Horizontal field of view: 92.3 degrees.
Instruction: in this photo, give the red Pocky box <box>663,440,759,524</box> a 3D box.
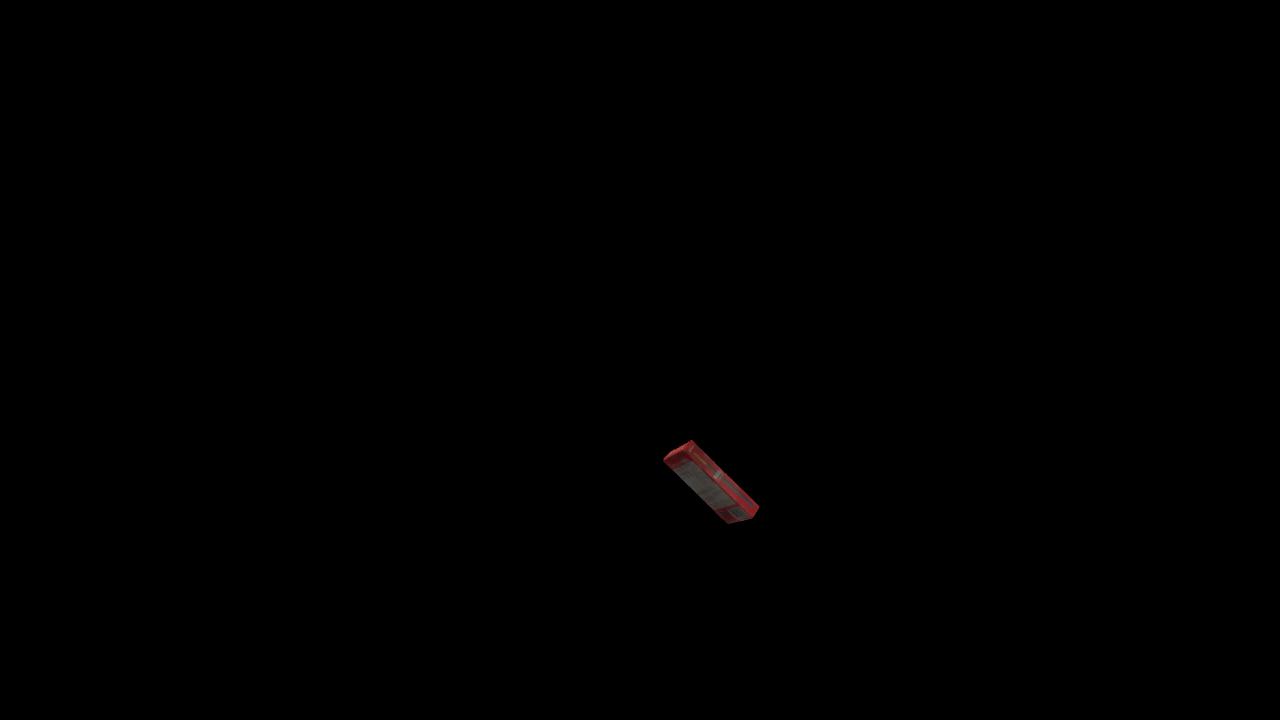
[{"bbox_3d":[0.114,0.198,0.992,0.028,0.155,0.083,-46,2,-29],"label":"red Pocky box"}]
